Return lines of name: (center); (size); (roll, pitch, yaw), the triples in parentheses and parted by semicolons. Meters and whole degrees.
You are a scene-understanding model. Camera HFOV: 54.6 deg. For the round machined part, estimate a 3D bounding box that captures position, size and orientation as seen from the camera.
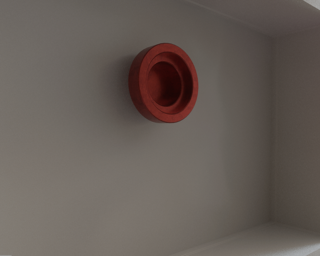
round machined part: (0.000, -0.055, 0.394); (0.099, 0.042, 0.097); (0, 90, -40)
